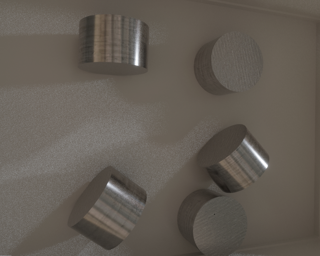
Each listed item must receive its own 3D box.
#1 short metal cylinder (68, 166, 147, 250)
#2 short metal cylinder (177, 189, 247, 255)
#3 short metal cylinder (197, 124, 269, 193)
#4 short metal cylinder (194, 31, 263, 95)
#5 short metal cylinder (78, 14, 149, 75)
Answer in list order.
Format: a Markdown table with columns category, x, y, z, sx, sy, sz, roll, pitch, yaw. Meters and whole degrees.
| category | x | y | z | sx | sy | sz | roll | pitch | yaw |
| --- | --- | --- | --- | --- | --- | --- | --- | --- | --- |
| short metal cylinder | -0.061 | 0.091 | 0.359 | 0.050 | 0.080 | 0.080 | 39 | 78 | -16 |
| short metal cylinder | 0.070 | 0.128 | 0.423 | 0.081 | 0.050 | 0.080 | 0 | 90 | -20 |
| short metal cylinder | 0.097 | 0.040 | 0.417 | 0.080 | 0.080 | 0.050 | -46 | 104 | -14 |
| short metal cylinder | 0.095 | -0.088 | 0.432 | 0.081 | 0.050 | 0.080 | 0 | 90 | -20 |
| short metal cylinder | -0.054 | -0.093 | 0.361 | 0.081 | 0.080 | 0.050 | 2 | 90 | -20 |
